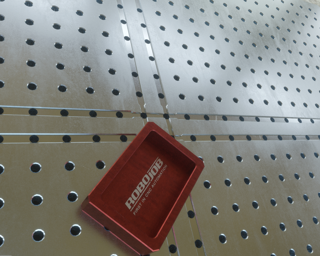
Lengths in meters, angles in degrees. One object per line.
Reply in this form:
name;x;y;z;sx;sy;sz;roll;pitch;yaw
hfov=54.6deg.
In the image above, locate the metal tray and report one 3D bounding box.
metal tray;-0.014;0.064;0.357;0.090;0.030;0.130;39;51;-2
